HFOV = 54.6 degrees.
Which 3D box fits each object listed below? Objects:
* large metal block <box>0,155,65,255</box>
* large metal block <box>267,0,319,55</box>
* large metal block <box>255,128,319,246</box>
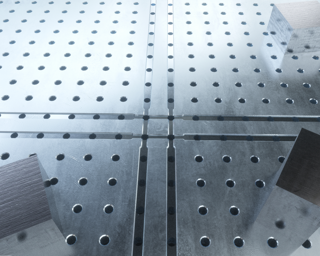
[{"bbox_3d":[-0.153,0.085,0.319,0.081,0.050,0.080,-19,53,-16],"label":"large metal block"},{"bbox_3d":[0.246,-0.176,0.541,0.080,0.050,0.080,-7,50,-6],"label":"large metal block"},{"bbox_3d":[0.147,0.061,0.321,0.050,0.080,0.080,26,55,20],"label":"large metal block"}]
